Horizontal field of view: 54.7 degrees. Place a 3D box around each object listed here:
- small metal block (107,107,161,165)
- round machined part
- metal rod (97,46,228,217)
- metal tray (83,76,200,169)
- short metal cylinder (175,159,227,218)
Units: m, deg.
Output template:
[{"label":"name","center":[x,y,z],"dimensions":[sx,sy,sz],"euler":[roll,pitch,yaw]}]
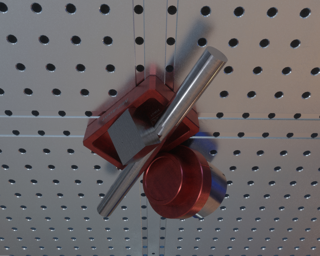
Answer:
[{"label":"small metal block","center":[-0.032,0.010,0.375],"dimensions":[0.025,0.050,0.050],"euler":[-9,156,-45]},{"label":"round machined part","center":[0.015,0.069,0.409],"dimensions":[0.098,0.098,0.042],"euler":[-38,143,27]},{"label":"metal rod","center":[-0.014,0.026,0.394],"dimensions":[0.025,0.025,0.298],"euler":[22,127,-18]},{"label":"metal tray","center":[-0.025,0.002,0.409],"dimensions":[0.130,0.030,0.090],"euler":[-35,122,26]},{"label":"short metal cylinder","center":[0.048,0.081,0.444],"dimensions":[0.080,0.080,0.050],"euler":[-36,122,26]}]
